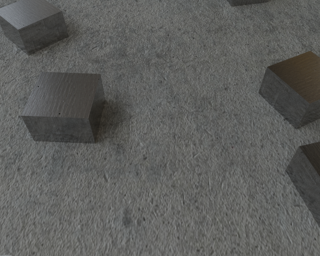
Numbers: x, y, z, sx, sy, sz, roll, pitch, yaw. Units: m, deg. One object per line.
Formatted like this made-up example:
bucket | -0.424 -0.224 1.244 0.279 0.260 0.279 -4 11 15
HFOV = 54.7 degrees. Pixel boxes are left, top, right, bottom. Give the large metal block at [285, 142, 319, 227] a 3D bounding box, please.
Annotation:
large metal block | 0.201 0.058 0.340 0.081 0.050 0.080 -11 51 -9

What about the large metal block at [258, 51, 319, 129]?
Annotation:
large metal block | 0.202 -0.055 0.435 0.081 0.050 0.080 -22 53 -17

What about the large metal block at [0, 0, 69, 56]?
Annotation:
large metal block | -0.221 -0.180 0.537 0.080 0.050 0.080 -37 59 -27

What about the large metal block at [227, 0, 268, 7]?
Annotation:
large metal block | 0.178 -0.297 0.618 0.081 0.080 0.050 -10 51 -9

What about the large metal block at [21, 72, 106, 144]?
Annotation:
large metal block | -0.122 -0.028 0.409 0.080 0.050 0.080 2 50 2
